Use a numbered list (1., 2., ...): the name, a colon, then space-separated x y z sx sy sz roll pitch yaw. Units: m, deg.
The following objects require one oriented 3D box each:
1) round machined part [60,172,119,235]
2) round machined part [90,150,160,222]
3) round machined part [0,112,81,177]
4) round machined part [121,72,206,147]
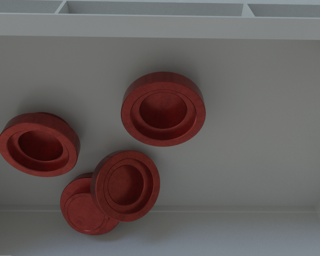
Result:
1. round machined part: -0.106 0.121 0.474 0.099 0.042 0.097 1 103 7
2. round machined part: -0.052 0.080 0.442 0.098 0.098 0.042 35 160 -26
3. round machined part: -0.155 0.018 0.411 0.099 0.042 0.097 0 130 0
4. round machined part: 0.004 -0.026 0.375 0.099 0.042 0.097 0 130 0
